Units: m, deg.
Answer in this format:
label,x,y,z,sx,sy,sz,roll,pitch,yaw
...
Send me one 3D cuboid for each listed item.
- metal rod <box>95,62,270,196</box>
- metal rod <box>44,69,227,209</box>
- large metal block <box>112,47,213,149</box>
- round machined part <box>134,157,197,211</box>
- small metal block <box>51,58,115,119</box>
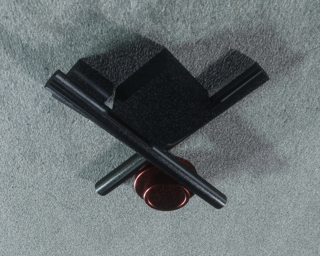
label,x,y,z,sx,sy,sz,roll,pitch,yaw
metal rod,0.013,0.015,0.424,0.299,0.025,0.025,-37,121,27
metal rod,-0.012,0.030,0.400,0.025,0.025,0.301,-36,122,26
large metal block,0.003,-0.033,0.366,0.080,0.050,0.080,-34,123,25
round machined part,0.010,0.091,0.474,0.099,0.042,0.097,-1,130,0
small metal block,-0.091,-0.046,0.370,0.050,0.025,0.050,35,121,-27
